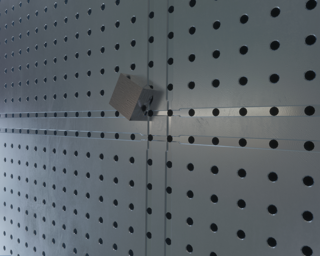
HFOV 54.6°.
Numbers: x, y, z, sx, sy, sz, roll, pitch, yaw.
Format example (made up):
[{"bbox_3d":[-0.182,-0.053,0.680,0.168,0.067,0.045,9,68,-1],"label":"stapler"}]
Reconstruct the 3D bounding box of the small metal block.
[{"bbox_3d":[-0.041,-0.044,0.445,0.050,0.025,0.050,38,113,33],"label":"small metal block"}]
